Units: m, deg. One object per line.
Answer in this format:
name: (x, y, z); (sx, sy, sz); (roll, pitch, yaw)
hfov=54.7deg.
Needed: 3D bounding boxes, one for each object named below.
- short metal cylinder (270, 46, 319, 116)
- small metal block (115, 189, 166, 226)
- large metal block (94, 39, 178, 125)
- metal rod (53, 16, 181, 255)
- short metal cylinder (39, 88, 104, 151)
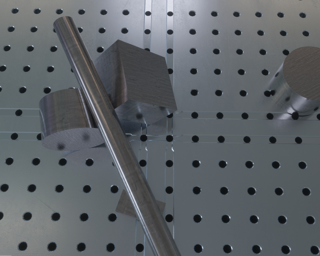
short metal cylinder: (0.199, -0.063, 0.423); (0.081, 0.050, 0.080); (0, 70, 0)
small metal block: (-0.021, 0.095, 0.364); (0.050, 0.050, 0.025); (17, 71, 6)
large metal block: (-0.031, -0.055, 0.396); (0.081, 0.050, 0.080); (9, 62, -45)
metal rod: (-0.052, 0.006, 0.343); (0.025, 0.025, 0.299); (-24, 78, -9)
short metal cylinder: (-0.106, -0.008, 0.385); (0.081, 0.080, 0.050); (-11, 71, -4)
